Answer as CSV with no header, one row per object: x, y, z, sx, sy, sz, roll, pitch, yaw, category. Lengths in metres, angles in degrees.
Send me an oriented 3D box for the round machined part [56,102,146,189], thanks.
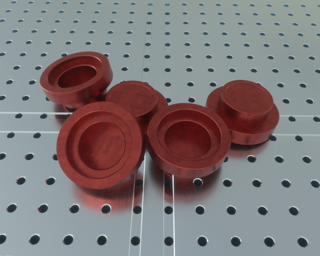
-0.065,0.022,0.360,0.098,0.042,0.098,-2,77,9,round machined part

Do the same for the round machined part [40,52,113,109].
-0.114,-0.065,0.442,0.099,0.042,0.098,-6,45,7,round machined part

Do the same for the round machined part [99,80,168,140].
-0.037,-0.027,0.419,0.099,0.042,0.098,0,50,0,round machined part

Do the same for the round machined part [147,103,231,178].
0.033,0.019,0.378,0.099,0.042,0.098,3,51,-3,round machined part

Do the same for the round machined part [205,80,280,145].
0.111,-0.028,0.415,0.099,0.042,0.098,4,47,-4,round machined part
